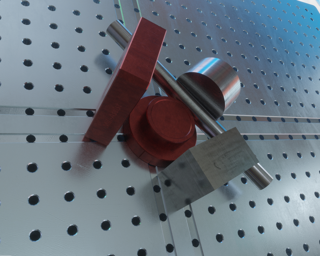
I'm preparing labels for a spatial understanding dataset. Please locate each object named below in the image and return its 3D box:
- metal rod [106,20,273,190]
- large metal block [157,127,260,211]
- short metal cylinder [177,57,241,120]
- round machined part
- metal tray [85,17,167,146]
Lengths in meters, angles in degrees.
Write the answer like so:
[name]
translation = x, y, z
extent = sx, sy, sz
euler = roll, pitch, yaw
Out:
[metal rod]
translation = 0.038, -0.033, 0.423
extent = 0.300, 0.025, 0.025
euler = 46, 51, 4
[large metal block]
translation = 0.057, 0.049, 0.375
extent = 0.081, 0.080, 0.050
euler = -21, 73, -36
[short metal cylinder]
translation = 0.067, -0.054, 0.442
extent = 0.080, 0.080, 0.050
euler = 45, 51, 2
[round machined part]
translation = 0.006, -0.002, 0.403
extent = 0.099, 0.042, 0.098
euler = 14, 56, -21
[metal tray]
translation = -0.041, -0.047, 0.349
extent = 0.030, 0.129, 0.090
euler = 25, 53, -14
